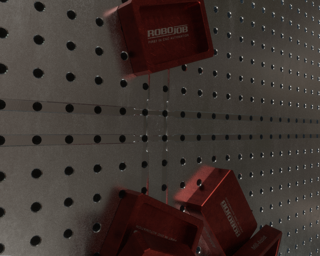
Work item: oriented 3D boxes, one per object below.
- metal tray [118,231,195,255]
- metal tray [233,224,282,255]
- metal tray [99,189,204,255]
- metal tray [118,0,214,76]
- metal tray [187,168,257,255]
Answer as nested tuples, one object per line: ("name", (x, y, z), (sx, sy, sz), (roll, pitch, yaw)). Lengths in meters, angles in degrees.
("metal tray", (-0.024, 0.187, 0.354), (0.090, 0.030, 0.130), (31, 95, -35))
("metal tray", (0.158, 0.229, 0.516), (0.131, 0.030, 0.089), (-13, 114, -47))
("metal tray", (-0.005, 0.145, 0.404), (0.130, 0.030, 0.090), (34, 69, -35))
("metal tray", (0.014, -0.128, 0.419), (0.131, 0.030, 0.089), (-23, 105, -38))
("metal tray", (0.103, 0.141, 0.496), (0.090, 0.030, 0.130), (-42, 116, -32))
